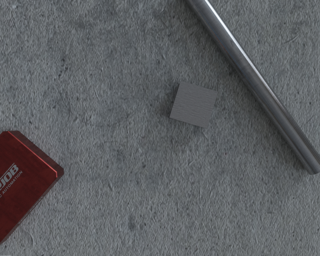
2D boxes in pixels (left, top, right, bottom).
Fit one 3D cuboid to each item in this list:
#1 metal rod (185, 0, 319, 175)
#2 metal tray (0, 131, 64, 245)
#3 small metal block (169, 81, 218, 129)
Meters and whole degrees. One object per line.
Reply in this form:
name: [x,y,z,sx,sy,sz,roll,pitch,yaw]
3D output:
metal rod: [0.123,-0.067,0.411,0.025,0.025,0.299,-36,90,0]
metal tray: [-0.204,0.078,0.405,0.090,0.030,0.130,41,90,-1]
small metal block: [0.043,-0.030,0.411,0.050,0.025,0.050,17,90,-1]
